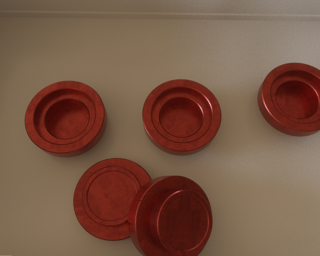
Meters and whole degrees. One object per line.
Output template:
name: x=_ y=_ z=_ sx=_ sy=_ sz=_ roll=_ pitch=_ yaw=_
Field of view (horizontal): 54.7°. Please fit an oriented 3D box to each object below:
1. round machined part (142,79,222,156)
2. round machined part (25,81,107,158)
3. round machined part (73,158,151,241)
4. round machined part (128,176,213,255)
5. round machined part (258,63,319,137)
round machined part: x=0.027 y=-0.011 z=0.405 sx=0.099 sy=0.042 sz=0.098 roll=0 pitch=70 yaw=0
round machined part: x=-0.118 y=-0.009 z=0.403 sx=0.099 sy=0.042 sz=0.098 roll=0 pitch=70 yaw=0
round machined part: x=-0.054 y=0.083 z=0.370 sx=0.099 sy=0.042 sz=0.098 roll=0 pitch=70 yaw=0
round machined part: x=0.018 y=0.102 z=0.342 sx=0.099 sy=0.042 sz=0.098 roll=5 pitch=79 yaw=-27
round machined part: x=0.180 y=-0.034 z=0.414 sx=0.099 sy=0.042 sz=0.098 roll=0 pitch=70 yaw=0
